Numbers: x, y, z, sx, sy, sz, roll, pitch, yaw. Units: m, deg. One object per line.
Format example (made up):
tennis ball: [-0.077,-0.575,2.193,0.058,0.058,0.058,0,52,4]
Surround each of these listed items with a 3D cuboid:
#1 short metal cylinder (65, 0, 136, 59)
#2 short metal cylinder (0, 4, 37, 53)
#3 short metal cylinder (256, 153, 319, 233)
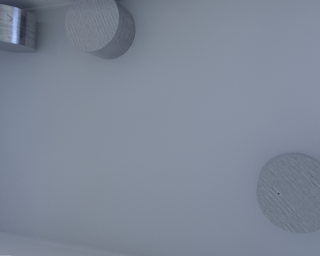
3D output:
short metal cylinder: [-0.081,-0.139,0.424,0.080,0.050,0.079,0,90,19]
short metal cylinder: [-0.227,-0.145,0.459,0.080,0.080,0.050,5,92,19]
short metal cylinder: [0.150,0.069,0.344,0.080,0.050,0.079,0,90,19]
